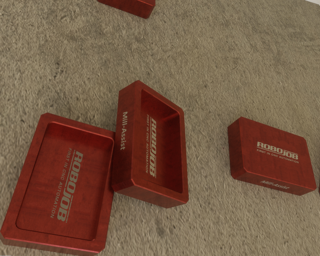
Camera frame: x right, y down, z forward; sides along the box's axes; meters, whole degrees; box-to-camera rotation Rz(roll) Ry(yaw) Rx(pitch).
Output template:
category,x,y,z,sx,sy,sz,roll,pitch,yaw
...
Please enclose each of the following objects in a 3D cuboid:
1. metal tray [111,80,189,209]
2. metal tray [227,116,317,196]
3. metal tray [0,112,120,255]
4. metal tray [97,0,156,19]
category,x,y,z,sx,sy,sz,roll,pitch,yaw
metal tray,-0.008,0.019,0.362,0.090,0.030,0.130,30,48,-40
metal tray,0.166,0.043,0.464,0.131,0.030,0.090,16,55,-19
metal tray,-0.093,0.055,0.316,0.091,0.030,0.130,17,55,-18
metal tray,-0.055,-0.252,0.525,0.091,0.030,0.130,13,56,-21
